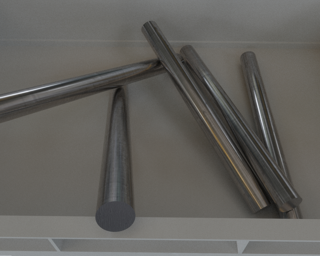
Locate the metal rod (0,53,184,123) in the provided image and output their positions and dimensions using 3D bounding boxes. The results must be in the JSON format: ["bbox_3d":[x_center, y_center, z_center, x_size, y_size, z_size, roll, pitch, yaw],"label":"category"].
[{"bbox_3d":[-0.061,-0.061,0.384,0.025,0.025,0.302,32,35,24],"label":"metal rod"}]

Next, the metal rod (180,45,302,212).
[{"bbox_3d":[0.087,-0.025,0.410,0.025,0.025,0.300,-13,46,-11],"label":"metal rod"}]

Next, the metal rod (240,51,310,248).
[{"bbox_3d":[0.139,0.001,0.404,0.025,0.025,0.300,1,50,1],"label":"metal rod"}]

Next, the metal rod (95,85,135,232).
[{"bbox_3d":[-0.045,-0.007,0.331,0.025,0.025,0.300,-5,26,-4],"label":"metal rod"}]

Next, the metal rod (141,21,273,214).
[{"bbox_3d":[0.048,-0.032,0.398,0.025,0.025,0.299,-20,63,-16],"label":"metal rod"}]
